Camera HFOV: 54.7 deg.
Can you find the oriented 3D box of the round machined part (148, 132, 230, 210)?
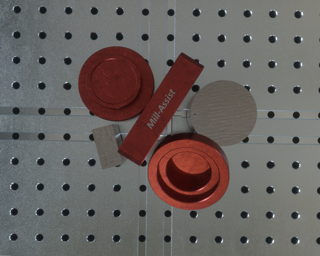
[{"bbox_3d":[0.037,0.050,0.390,0.098,0.042,0.097,4,112,9],"label":"round machined part"}]

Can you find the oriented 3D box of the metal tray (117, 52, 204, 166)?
[{"bbox_3d":[0.001,-0.021,0.377,0.030,0.090,0.130,33,90,0],"label":"metal tray"}]

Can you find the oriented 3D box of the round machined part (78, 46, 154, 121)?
[{"bbox_3d":[-0.057,-0.057,0.400,0.099,0.042,0.097,0,90,0],"label":"round machined part"}]

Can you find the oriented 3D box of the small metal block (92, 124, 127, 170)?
[{"bbox_3d":[-0.063,0.023,0.396,0.025,0.050,0.050,-15,90,0],"label":"small metal block"}]

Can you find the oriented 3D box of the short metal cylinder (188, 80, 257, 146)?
[{"bbox_3d":[0.077,-0.018,0.397,0.081,0.050,0.079,0,90,0],"label":"short metal cylinder"}]
